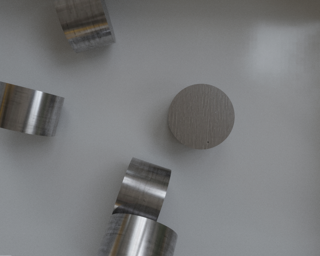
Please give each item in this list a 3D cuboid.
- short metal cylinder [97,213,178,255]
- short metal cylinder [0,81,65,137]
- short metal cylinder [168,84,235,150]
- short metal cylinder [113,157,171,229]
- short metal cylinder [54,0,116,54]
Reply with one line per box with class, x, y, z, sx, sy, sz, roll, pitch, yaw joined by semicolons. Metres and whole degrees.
short metal cylinder;-0.025;0.135;0.343;0.080;0.080;0.050;18;58;0
short metal cylinder;-0.165;-0.023;0.382;0.080;0.080;0.050;14;90;0
short metal cylinder;0.050;-0.014;0.399;0.081;0.050;0.080;0;90;0
short metal cylinder;-0.023;0.082;0.384;0.050;0.080;0.080;19;90;0
short metal cylinder;-0.091;-0.138;0.383;0.050;0.080;0.080;-16;90;0
